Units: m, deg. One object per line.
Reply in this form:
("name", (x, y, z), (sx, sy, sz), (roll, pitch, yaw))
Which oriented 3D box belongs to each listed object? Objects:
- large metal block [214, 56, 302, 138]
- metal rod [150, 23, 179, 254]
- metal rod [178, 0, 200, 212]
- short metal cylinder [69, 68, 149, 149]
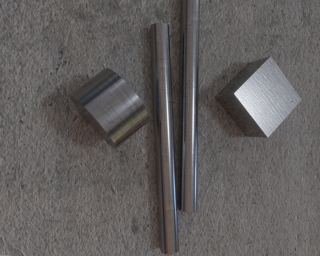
("large metal block", (0.142, -0.043, 0.448), (0.080, 0.050, 0.080), (-44, 104, -15))
("metal rod", (0.006, 0.014, 0.411), (0.025, 0.025, 0.298), (-3, 91, -20))
("metal rod", (0.040, -0.037, 0.423), (0.025, 0.025, 0.298), (1, 90, -20))
("short metal cylinder", (-0.058, -0.022, 0.358), (0.050, 0.080, 0.080), (-42, 103, -15))
